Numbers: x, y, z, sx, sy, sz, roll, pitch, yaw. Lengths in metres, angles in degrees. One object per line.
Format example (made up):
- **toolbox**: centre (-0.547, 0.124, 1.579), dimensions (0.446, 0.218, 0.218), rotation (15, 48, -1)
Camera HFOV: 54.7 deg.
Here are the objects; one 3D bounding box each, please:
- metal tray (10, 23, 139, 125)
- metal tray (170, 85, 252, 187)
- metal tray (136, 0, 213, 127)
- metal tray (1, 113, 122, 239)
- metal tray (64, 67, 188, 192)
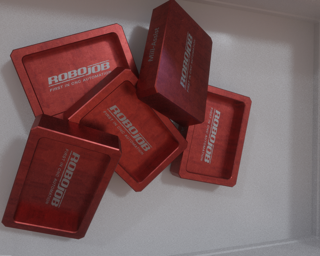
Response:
- **metal tray**: centre (-0.095, -0.063, 0.371), dimensions (0.131, 0.030, 0.090), rotation (-22, 98, -19)
- **metal tray**: centre (0.072, 0.011, 0.434), dimensions (0.091, 0.030, 0.129), rotation (13, 85, -20)
- **metal tray**: centre (0.023, -0.077, 0.379), dimensions (0.090, 0.030, 0.130), rotation (31, 59, -41)
- **metal tray**: centre (-0.106, 0.058, 0.336), dimensions (0.091, 0.030, 0.129), rotation (18, 112, -20)
- **metal tray**: centre (-0.036, 0.004, 0.371), dimensions (0.090, 0.030, 0.130), rotation (-43, 119, -8)
